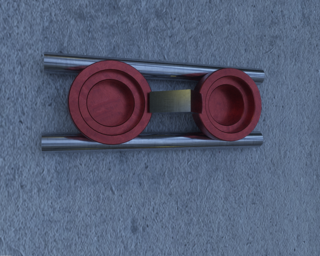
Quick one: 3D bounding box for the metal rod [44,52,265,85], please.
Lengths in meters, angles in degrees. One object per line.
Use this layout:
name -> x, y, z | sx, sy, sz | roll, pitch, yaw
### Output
metal rod -> 0.007, -0.076, 0.412 | 0.302, 0.025, 0.025 | 0, 90, -20

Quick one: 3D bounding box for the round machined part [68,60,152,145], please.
round machined part -> -0.061, -0.029, 0.374 | 0.099, 0.042, 0.097 | 0, 90, -20

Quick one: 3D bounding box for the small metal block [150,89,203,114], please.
small metal block -> 0.021, -0.030, 0.377 | 0.050, 0.050, 0.025 | 0, 90, 23

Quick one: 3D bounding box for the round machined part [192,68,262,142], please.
round machined part -> 0.087, -0.031, 0.428 | 0.099, 0.042, 0.097 | 0, 90, -20

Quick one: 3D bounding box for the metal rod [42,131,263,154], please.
metal rod -> 0.005, 0.017, 0.412 | 0.302, 0.025, 0.025 | 0, 90, -20
